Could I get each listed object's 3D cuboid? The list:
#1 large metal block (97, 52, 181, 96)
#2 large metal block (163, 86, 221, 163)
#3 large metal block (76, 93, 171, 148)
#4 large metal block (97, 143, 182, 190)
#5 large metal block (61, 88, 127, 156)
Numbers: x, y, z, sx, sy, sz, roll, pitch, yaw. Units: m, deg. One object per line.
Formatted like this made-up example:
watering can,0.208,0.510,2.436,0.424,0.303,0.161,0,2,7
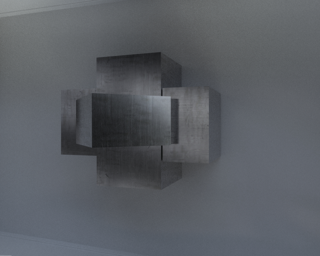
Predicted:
large metal block,-0.023,-0.058,0.388,0.080,0.080,0.050,0,90,20
large metal block,0.040,-0.004,0.364,0.050,0.080,0.080,0,90,19
large metal block,-0.042,-0.007,0.335,0.081,0.080,0.050,0,90,-25
large metal block,-0.023,0.042,0.388,0.080,0.080,0.050,0,90,20
large metal block,-0.084,-0.007,0.410,0.050,0.080,0.080,0,90,20
